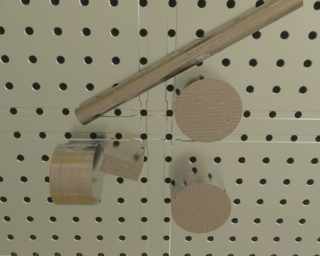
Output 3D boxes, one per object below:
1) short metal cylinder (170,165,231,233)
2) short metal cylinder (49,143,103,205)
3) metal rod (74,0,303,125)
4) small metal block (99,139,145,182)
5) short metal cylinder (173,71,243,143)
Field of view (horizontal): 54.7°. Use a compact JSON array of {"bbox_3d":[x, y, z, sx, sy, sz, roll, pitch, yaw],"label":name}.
[{"bbox_3d":[0.055,0.100,0.437,0.081,0.050,0.079,0,110,0],"label":"short metal cylinder"},{"bbox_3d":[-0.106,0.060,0.405,0.050,0.080,0.079,1,110,0],"label":"short metal cylinder"},{"bbox_3d":[0.027,-0.083,0.382,0.301,0.025,0.025,-27,108,9],"label":"metal rod"},{"bbox_3d":[-0.049,0.042,0.415,0.050,0.050,0.025,18,109,-7],"label":"small metal block"},{"bbox_3d":[0.057,-0.028,0.390,0.081,0.050,0.079,0,110,0],"label":"short metal cylinder"}]
